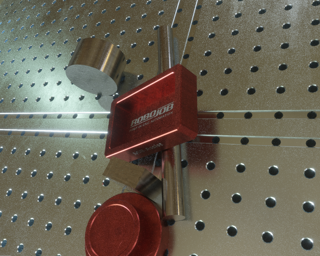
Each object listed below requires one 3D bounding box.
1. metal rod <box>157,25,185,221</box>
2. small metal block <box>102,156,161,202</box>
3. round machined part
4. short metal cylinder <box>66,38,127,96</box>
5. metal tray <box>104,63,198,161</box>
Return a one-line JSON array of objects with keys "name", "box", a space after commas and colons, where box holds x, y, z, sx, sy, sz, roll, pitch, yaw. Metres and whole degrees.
[{"name": "metal rod", "box": [0.012, -0.028, 0.418, 0.025, 0.025, 0.299, -15, 56, 20]}, {"name": "small metal block", "box": [-0.031, 0.061, 0.370, 0.050, 0.050, 0.025, 15, 70, 34]}, {"name": "round machined part", "box": [-0.044, 0.119, 0.346, 0.098, 0.042, 0.098, -13, 56, 20]}, {"name": "short metal cylinder", "box": [-0.098, -0.093, 0.479, 0.080, 0.080, 0.050, 1, 63, 28]}, {"name": "metal tray", "box": [-0.014, -0.014, 0.391, 0.130, 0.030, 0.090, -22, 53, 38]}]
